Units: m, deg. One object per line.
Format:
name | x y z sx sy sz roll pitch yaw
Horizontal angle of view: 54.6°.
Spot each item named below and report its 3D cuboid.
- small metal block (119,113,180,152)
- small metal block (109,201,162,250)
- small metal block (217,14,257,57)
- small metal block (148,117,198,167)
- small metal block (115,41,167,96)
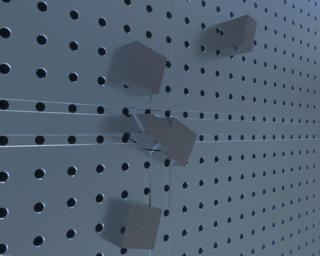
small metal block | -0.013 0.006 0.381 0.050 0.050 0.025 34 69 -35
small metal block | -0.029 0.121 0.384 0.050 0.025 0.050 20 77 -38
small metal block | 0.122 -0.145 0.493 0.025 0.050 0.050 19 78 -38
small metal block | 0.019 0.020 0.424 0.050 0.025 0.050 35 68 -34
small metal block | -0.023 -0.073 0.389 0.050 0.025 0.050 21 77 -38
